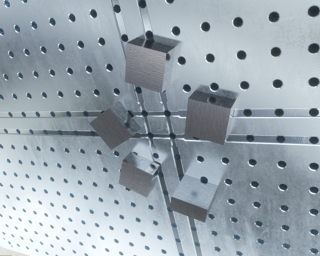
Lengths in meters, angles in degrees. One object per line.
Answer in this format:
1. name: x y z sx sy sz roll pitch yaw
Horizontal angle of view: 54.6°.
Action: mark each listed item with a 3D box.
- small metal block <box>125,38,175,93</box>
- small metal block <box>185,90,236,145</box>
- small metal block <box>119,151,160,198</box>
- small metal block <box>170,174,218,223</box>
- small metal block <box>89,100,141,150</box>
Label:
1. small metal block: -0.013 -0.076 0.372 0.050 0.025 0.050 19 126 17
2. small metal block: 0.060 -0.013 0.372 0.050 0.025 0.050 16 125 19
3. small metal block: -0.032 0.071 0.473 0.050 0.025 0.050 24 127 13
4. small metal block: 0.048 0.096 0.430 0.050 0.050 0.025 17 125 19
5. small metal block: -0.065 -0.003 0.444 0.050 0.025 0.050 -31 101 38
